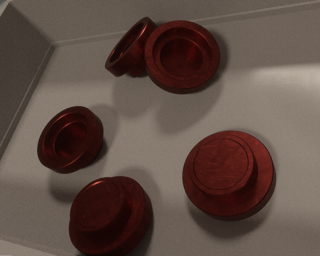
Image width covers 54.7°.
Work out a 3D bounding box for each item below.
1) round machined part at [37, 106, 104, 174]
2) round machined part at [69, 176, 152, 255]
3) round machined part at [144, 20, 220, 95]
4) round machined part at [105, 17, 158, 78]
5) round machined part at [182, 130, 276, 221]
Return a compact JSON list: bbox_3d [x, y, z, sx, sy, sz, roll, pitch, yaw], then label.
[{"bbox_3d":[-0.122,0.020,0.444,0.098,0.042,0.098,-13,56,20],"label":"round machined part"},{"bbox_3d":[-0.062,0.096,0.354,0.098,0.042,0.098,-16,43,15],"label":"round machined part"},{"bbox_3d":[0.028,-0.090,0.416,0.099,0.042,0.098,1,75,-4],"label":"round machined part"},{"bbox_3d":[-0.035,-0.115,0.466,0.098,0.042,0.098,-38,29,26],"label":"round machined part"},{"bbox_3d":[0.069,0.045,0.330,0.098,0.042,0.098,-13,56,20],"label":"round machined part"}]
